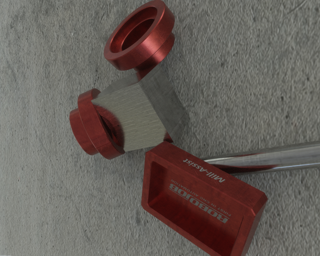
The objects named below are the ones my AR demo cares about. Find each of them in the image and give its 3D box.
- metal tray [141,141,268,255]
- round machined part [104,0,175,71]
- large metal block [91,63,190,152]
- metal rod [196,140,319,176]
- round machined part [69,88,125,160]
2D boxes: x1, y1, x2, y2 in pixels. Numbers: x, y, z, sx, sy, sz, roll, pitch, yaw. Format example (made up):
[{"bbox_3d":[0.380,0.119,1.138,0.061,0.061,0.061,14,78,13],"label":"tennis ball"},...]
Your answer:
[{"bbox_3d":[0.040,0.081,0.338,0.130,0.030,0.089,27,127,29],"label":"metal tray"},{"bbox_3d":[-0.021,-0.110,0.390,0.098,0.042,0.098,-27,41,26],"label":"round machined part"},{"bbox_3d":[-0.023,-0.022,0.382,0.080,0.050,0.080,-14,116,39],"label":"large metal block"},{"bbox_3d":[0.119,0.030,0.305,0.300,0.025,0.025,-14,81,38],"label":"metal rod"},{"bbox_3d":[-0.087,-0.001,0.422,0.042,0.098,0.098,-24,73,6],"label":"round machined part"}]
